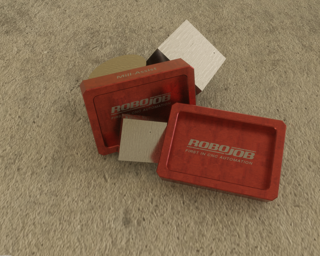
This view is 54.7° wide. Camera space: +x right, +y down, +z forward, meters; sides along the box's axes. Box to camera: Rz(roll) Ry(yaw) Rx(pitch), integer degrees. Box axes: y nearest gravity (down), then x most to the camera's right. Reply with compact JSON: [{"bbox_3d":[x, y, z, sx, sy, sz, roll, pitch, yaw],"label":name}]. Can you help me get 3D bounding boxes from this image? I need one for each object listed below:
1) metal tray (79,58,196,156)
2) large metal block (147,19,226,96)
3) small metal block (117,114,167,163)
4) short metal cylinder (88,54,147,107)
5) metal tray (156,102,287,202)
[{"bbox_3d":[-0.022,-0.026,0.379,0.131,0.089,0.030,-16,34,-13],"label":"metal tray"},{"bbox_3d":[0.035,-0.093,0.443,0.080,0.050,0.080,43,56,-8],"label":"large metal block"},{"bbox_3d":[-0.022,0.012,0.367,0.050,0.050,0.025,6,13,-13],"label":"small metal block"},{"bbox_3d":[-0.049,-0.057,0.420,0.080,0.050,0.080,-12,40,10],"label":"short metal cylinder"},{"bbox_3d":[0.070,0.027,0.356,0.131,0.030,0.090,11,75,8],"label":"metal tray"}]
